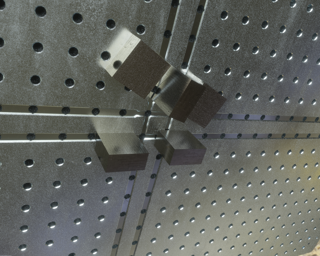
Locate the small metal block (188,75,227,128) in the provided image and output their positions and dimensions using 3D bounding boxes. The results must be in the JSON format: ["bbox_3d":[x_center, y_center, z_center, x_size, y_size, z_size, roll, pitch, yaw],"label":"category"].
[{"bbox_3d":[0.054,-0.034,0.418,0.050,0.025,0.050,29,103,-38],"label":"small metal block"}]

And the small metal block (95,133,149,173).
[{"bbox_3d":[-0.049,0.029,0.386,0.050,0.050,0.025,0,118,-29],"label":"small metal block"}]

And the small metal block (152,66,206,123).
[{"bbox_3d":[0.022,-0.042,0.380,0.025,0.050,0.050,21,107,-36],"label":"small metal block"}]

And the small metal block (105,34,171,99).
[{"bbox_3d":[-0.024,-0.069,0.354,0.050,0.025,0.050,33,100,-38],"label":"small metal block"}]

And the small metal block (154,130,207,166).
[{"bbox_3d":[0.027,0.026,0.425,0.050,0.050,0.025,1,118,-29],"label":"small metal block"}]
